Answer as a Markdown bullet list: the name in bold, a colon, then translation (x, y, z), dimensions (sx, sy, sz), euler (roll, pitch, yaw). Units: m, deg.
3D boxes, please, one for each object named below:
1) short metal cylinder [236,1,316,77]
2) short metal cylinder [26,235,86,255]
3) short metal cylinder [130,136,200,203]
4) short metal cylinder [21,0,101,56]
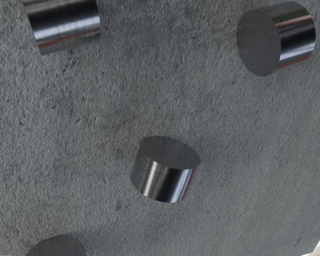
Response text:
- **short metal cylinder**: translation (0.139, -0.109, 0.380), dimensions (0.050, 0.080, 0.079), euler (-19, 126, -17)
- **short metal cylinder**: translation (-0.138, 0.194, 0.416), dimensions (0.081, 0.080, 0.050), euler (-13, 124, -21)
- **short metal cylinder**: translation (0.006, 0.052, 0.407), dimensions (0.081, 0.080, 0.050), euler (3, 117, -30)
- **short metal cylinder**: translation (-0.088, -0.106, 0.258), dimensions (0.050, 0.080, 0.080), euler (-20, 126, -17)
